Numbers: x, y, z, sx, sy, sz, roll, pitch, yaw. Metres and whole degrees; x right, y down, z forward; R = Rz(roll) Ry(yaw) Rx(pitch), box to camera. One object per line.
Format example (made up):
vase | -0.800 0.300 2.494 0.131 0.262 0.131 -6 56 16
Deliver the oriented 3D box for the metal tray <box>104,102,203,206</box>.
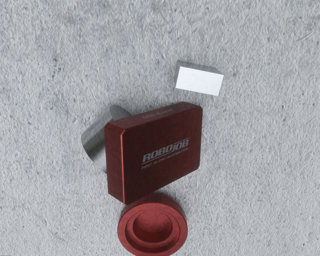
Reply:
metal tray | -0.002 0.025 0.373 0.131 0.030 0.089 -18 117 -41

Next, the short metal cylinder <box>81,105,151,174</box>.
short metal cylinder | -0.050 0.017 0.386 0.050 0.080 0.080 -42 105 14

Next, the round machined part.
round machined part | -0.010 0.138 0.451 0.099 0.042 0.097 0 110 -1

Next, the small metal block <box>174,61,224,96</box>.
small metal block | 0.045 -0.061 0.375 0.050 0.050 0.025 10 110 -4
